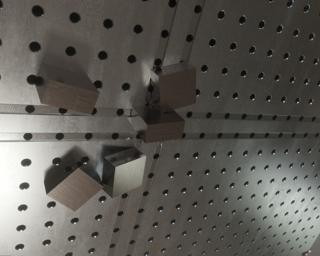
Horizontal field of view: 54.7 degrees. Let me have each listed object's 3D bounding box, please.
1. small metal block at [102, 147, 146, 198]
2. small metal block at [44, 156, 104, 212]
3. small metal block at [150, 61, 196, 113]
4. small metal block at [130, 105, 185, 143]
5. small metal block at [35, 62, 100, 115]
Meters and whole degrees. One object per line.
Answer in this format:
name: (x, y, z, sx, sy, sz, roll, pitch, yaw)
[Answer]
small metal block: (-0.049, 0.059, 0.414, 0.050, 0.025, 0.050, -17, 127, -41)
small metal block: (-0.110, 0.073, 0.397, 0.050, 0.025, 0.050, -41, 130, 0)
small metal block: (0.017, -0.052, 0.390, 0.050, 0.025, 0.050, -17, 125, -19)
small metal block: (-0.004, -0.007, 0.390, 0.050, 0.050, 0.025, -7, 122, -25)
small metal block: (-0.096, -0.041, 0.318, 0.050, 0.050, 0.025, 13, 112, -34)
